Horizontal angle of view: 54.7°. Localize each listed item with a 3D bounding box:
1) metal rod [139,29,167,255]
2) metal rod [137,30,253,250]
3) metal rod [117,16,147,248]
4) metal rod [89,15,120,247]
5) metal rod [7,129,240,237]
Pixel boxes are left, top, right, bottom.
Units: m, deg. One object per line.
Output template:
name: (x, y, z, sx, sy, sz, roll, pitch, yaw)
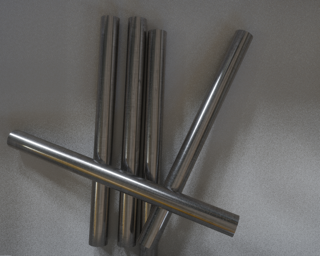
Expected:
metal rod: (-0.009, 0.022, 0.411, 0.025, 0.025, 0.298, 2, 90, -1)
metal rod: (0.048, 0.010, 0.398, 0.025, 0.025, 0.299, 26, 84, -1)
metal rod: (-0.037, 0.005, 0.410, 0.025, 0.025, 0.298, 3, 90, -1)
metal rod: (-0.073, 0.004, 0.410, 0.025, 0.025, 0.298, 3, 90, -1)
metal rod: (-0.054, 0.062, 0.378, 0.301, 0.025, 0.025, 19, 90, 12)
